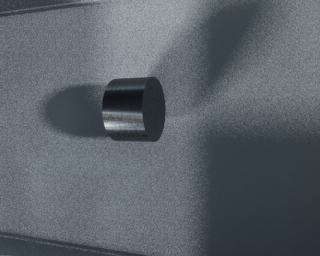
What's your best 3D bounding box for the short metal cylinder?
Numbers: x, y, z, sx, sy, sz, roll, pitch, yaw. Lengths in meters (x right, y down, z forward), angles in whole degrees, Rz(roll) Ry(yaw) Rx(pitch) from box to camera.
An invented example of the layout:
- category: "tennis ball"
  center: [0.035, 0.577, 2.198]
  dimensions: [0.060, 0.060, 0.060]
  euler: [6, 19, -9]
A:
- category: "short metal cylinder"
  center: [-0.030, -0.023, 0.388]
  dimensions: [0.050, 0.080, 0.079]
  euler: [0, 90, 20]
